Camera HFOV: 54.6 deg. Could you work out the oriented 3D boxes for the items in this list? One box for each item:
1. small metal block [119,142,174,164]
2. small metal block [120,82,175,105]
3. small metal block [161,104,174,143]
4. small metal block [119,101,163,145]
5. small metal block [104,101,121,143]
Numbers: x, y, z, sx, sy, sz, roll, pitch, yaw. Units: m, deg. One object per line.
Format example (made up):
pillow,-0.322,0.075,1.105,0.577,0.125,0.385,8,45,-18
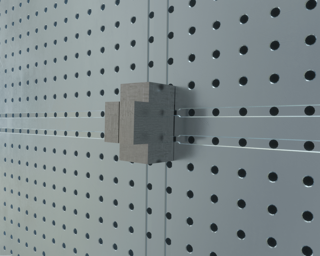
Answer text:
small metal block,-0.017,0.030,0.408,0.050,0.050,0.025,2,91,40
small metal block,-0.016,-0.044,0.407,0.050,0.050,0.025,3,92,40
small metal block,-0.009,-0.007,0.417,0.050,0.025,0.050,2,92,41
small metal block,-0.022,-0.006,0.380,0.025,0.050,0.050,3,92,41
small metal block,-0.043,-0.007,0.396,0.025,0.050,0.050,2,92,40
